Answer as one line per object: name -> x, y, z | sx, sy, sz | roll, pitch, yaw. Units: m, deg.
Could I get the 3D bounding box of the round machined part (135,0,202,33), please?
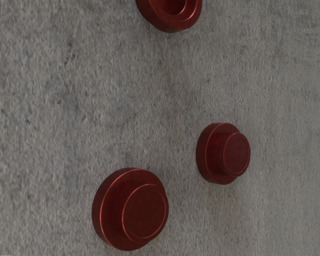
round machined part -> 0.007, -0.172, 0.401 | 0.099, 0.042, 0.097 | 0, 90, -40

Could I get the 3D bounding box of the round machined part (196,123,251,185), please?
round machined part -> 0.105, 0.041, 0.485 | 0.099, 0.042, 0.097 | 0, 90, -40

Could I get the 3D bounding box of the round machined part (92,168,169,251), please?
round machined part -> -0.028, 0.098, 0.372 | 0.099, 0.042, 0.097 | 0, 90, -40
